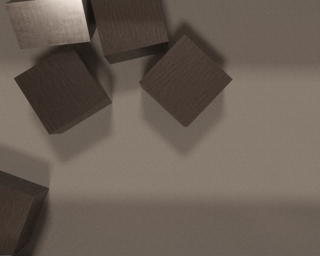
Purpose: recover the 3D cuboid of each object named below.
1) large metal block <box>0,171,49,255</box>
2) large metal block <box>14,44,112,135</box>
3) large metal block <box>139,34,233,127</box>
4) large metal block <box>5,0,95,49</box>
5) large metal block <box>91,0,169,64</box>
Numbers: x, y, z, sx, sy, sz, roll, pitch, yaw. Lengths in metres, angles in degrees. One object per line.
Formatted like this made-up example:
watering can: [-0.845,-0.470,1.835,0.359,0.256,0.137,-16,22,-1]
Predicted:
large metal block: [-0.203,0.106,0.396,0.080,0.050,0.080,21,90,-1]
large metal block: [-0.120,-0.047,0.397,0.080,0.050,0.080,-32,90,0]
large metal block: [0.031,-0.057,0.399,0.080,0.050,0.080,43,90,-1]
large metal block: [-0.125,-0.136,0.375,0.081,0.080,0.050,-7,122,-1]
large metal block: [-0.038,-0.135,0.398,0.080,0.050,0.080,-13,90,-1]
